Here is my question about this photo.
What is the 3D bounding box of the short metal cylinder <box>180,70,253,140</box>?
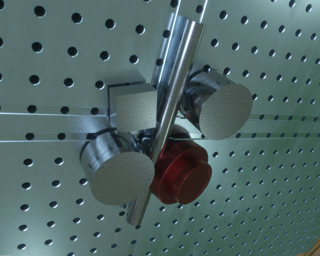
[{"bbox_3d":[0.074,-0.031,0.411,0.081,0.050,0.079,-14,124,-21],"label":"short metal cylinder"}]

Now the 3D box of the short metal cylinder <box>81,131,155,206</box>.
[{"bbox_3d":[-0.054,0.050,0.391,0.081,0.050,0.079,-14,124,-21],"label":"short metal cylinder"}]

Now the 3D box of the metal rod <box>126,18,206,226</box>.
[{"bbox_3d":[0.001,0.009,0.412,0.025,0.025,0.298,3,117,-30],"label":"metal rod"}]

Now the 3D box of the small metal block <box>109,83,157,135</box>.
[{"bbox_3d":[-0.032,-0.024,0.374,0.050,0.025,0.050,-11,123,-23],"label":"small metal block"}]

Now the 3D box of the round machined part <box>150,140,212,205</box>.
[{"bbox_3d":[0.036,0.070,0.443,0.099,0.042,0.097,-27,134,-31],"label":"round machined part"}]
